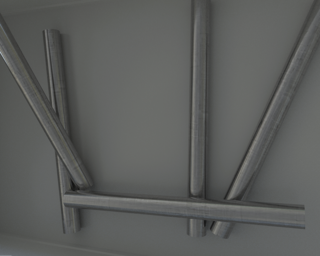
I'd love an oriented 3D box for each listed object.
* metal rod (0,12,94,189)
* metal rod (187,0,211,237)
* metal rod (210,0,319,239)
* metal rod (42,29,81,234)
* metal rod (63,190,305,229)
[{"bbox_3d":[-0.168,-0.046,0.410,0.025,0.025,0.299,-20,106,19],"label":"metal rod"},{"bbox_3d":[0.049,-0.015,0.392,0.025,0.025,0.298,1,90,19],"label":"metal rod"},{"bbox_3d":[0.130,-0.007,0.364,0.025,0.025,0.298,25,98,18],"label":"metal rod"},{"bbox_3d":[-0.146,0.003,0.460,0.025,0.025,0.298,-8,88,19],"label":"metal rod"},{"bbox_3d":[0.011,0.096,0.379,0.301,0.025,0.025,-1,90,22],"label":"metal rod"}]
